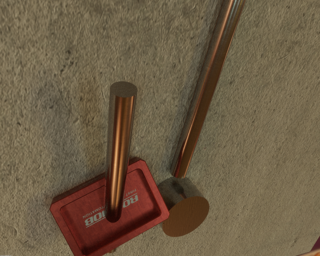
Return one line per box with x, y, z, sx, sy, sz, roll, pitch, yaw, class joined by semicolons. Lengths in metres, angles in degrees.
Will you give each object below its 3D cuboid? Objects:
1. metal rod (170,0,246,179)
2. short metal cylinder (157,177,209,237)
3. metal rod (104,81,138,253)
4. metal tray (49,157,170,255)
0.064;-0.062;0.404;0.025;0.025;0.298;1;118;-29;metal rod
0.029;0.122;0.484;0.081;0.050;0.079;-14;125;-21;short metal cylinder
-0.055;0.073;0.381;0.025;0.025;0.298;-11;136;-23;metal rod
-0.064;0.106;0.408;0.131;0.030;0.090;-26;98;-13;metal tray
